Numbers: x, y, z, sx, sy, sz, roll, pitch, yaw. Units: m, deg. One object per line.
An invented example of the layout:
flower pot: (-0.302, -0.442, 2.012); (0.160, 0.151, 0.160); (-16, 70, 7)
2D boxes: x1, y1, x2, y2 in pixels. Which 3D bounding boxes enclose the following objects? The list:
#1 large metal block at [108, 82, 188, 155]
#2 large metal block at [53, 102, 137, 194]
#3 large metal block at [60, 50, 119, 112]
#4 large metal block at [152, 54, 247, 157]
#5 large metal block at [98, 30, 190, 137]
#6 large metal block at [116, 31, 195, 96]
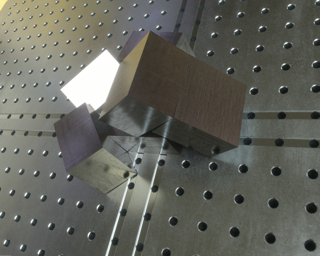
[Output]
large metal block: (-0.010, -0.013, 0.407); (0.080, 0.050, 0.080); (1, 62, 29)
large metal block: (-0.083, 0.027, 0.400); (0.050, 0.080, 0.080); (-34, 52, 5)
large metal block: (-0.086, -0.061, 0.449); (0.080, 0.080, 0.050); (-41, 95, 0)
large metal block: (0.046, -0.023, 0.353); (0.050, 0.080, 0.080); (-33, 37, 58)
large metal block: (-0.019, -0.044, 0.341); (0.080, 0.050, 0.080); (-28, 41, 56)
large metal block: (0.002, -0.085, 0.425); (0.080, 0.080, 0.050); (14, 69, 34)
